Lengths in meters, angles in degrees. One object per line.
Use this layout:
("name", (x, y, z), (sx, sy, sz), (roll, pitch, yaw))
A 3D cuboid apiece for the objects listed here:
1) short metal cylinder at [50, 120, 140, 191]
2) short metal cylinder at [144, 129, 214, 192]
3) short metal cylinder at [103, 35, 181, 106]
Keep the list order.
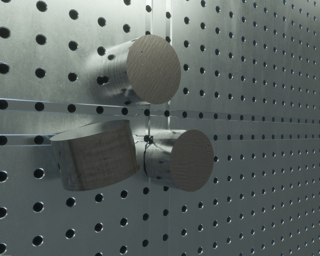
("short metal cylinder", (-0.065, 0.025, 0.318), (0.081, 0.080, 0.050), (-20, 103, -38))
("short metal cylinder", (0.026, 0.042, 0.415), (0.081, 0.050, 0.079), (0, 90, -40))
("short metal cylinder", (-0.021, -0.067, 0.375), (0.081, 0.050, 0.079), (0, 90, -40))
